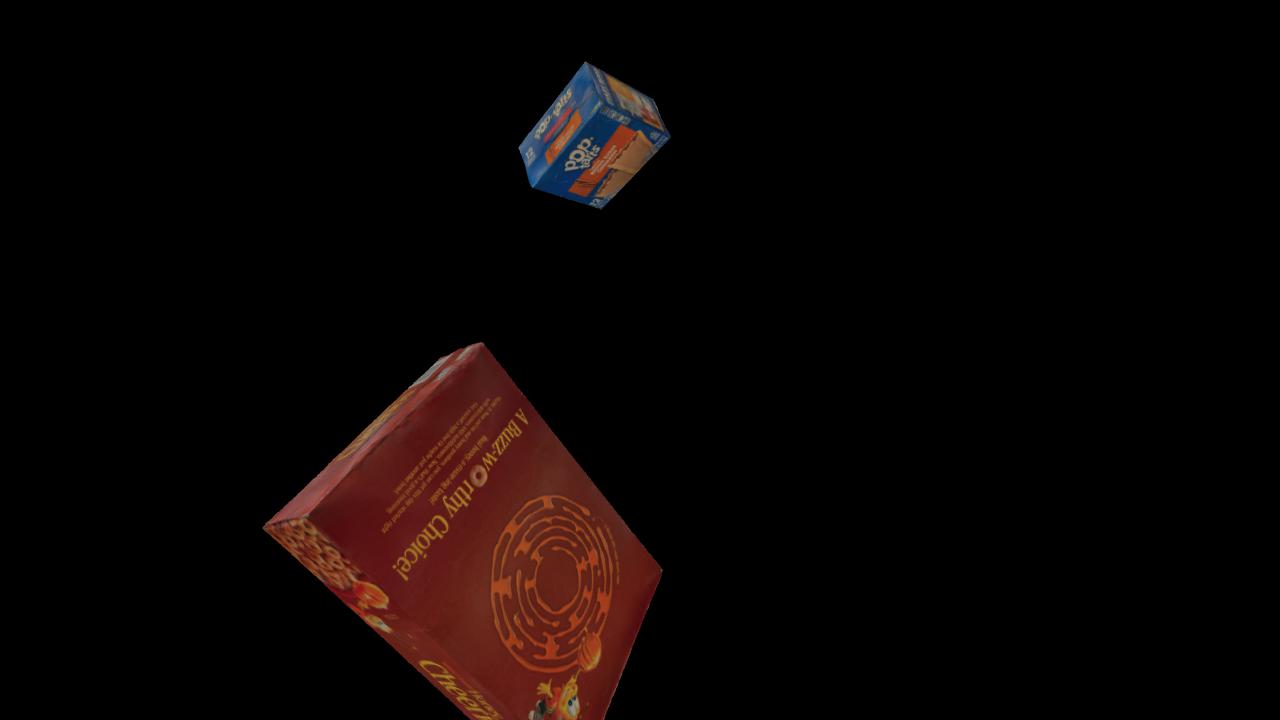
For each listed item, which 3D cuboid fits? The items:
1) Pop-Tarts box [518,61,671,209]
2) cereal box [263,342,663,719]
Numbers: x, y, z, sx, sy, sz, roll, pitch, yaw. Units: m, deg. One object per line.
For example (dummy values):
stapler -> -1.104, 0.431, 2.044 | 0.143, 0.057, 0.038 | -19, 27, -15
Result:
Pop-Tarts box -> -0.067, -0.317, 0.896 | 0.141, 0.083, 0.167 | 5, -34, -48
cereal box -> -0.116, 0.165, 0.520 | 0.081, 0.306, 0.203 | -18, 26, 36
